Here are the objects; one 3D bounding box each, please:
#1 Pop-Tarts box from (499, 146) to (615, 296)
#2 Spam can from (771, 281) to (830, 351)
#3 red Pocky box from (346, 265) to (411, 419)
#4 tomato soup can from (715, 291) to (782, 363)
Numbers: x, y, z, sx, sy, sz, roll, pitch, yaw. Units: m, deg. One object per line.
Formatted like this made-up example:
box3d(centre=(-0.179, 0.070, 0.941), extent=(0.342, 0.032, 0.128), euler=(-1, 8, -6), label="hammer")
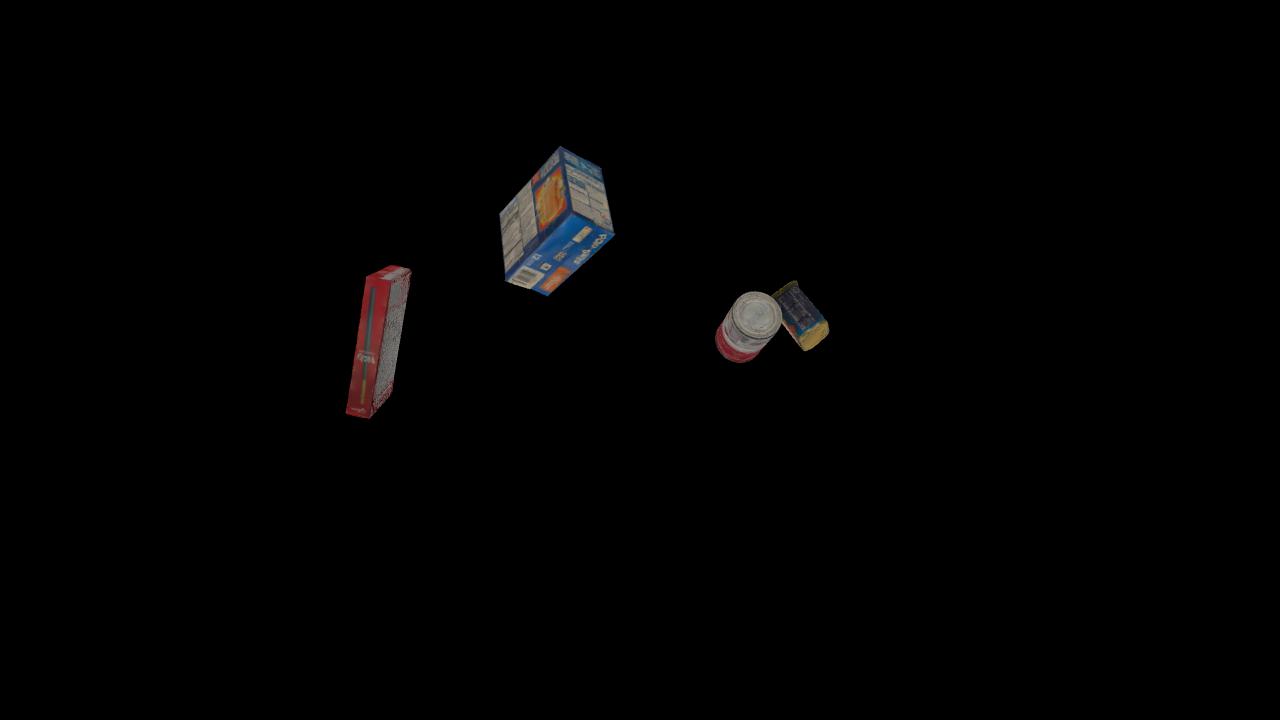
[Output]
box3d(centre=(-0.130, -0.206, 0.929), extent=(0.083, 0.141, 0.167), euler=(18, -42, -42), label="Pop-Tarts box")
box3d(centre=(0.256, -0.068, 0.987), extent=(0.058, 0.085, 0.101), euler=(-37, -21, 9), label="Spam can")
box3d(centre=(-0.283, -0.022, 0.668), extent=(0.028, 0.155, 0.083), euler=(12, 14, -10), label="red Pocky box")
box3d(centre=(0.143, -0.043, 0.820), extent=(0.068, 0.068, 0.101), euler=(0, -17, -5), label="tomato soup can")
